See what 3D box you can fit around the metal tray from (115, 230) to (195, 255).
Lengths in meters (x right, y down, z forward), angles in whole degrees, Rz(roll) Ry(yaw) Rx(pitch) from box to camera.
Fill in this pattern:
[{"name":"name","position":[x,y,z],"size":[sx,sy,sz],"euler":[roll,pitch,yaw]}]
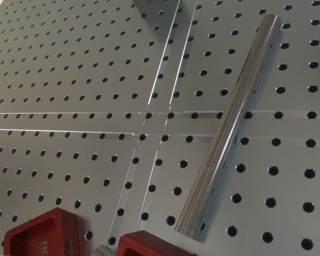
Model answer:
[{"name":"metal tray","position":[-0.008,0.170,0.274],"size":[0.090,0.030,0.129],"euler":[14,89,34]}]

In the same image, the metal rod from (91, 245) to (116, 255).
[{"name":"metal rod","position":[0.048,0.184,0.269],"size":[0.300,0.025,0.025],"euler":[18,71,34]}]

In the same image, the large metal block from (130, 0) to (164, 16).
[{"name":"large metal block","position":[-0.027,-0.262,0.546],"size":[0.080,0.080,0.050],"euler":[-35,52,5]}]

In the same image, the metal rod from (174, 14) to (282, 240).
[{"name":"metal rod","position":[0.089,-0.016,0.370],"size":[0.025,0.025,0.300],"euler":[14,68,33]}]

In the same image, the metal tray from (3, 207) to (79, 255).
[{"name":"metal tray","position":[-0.142,0.173,0.371],"size":[0.090,0.030,0.130],"euler":[-27,53,11]}]
